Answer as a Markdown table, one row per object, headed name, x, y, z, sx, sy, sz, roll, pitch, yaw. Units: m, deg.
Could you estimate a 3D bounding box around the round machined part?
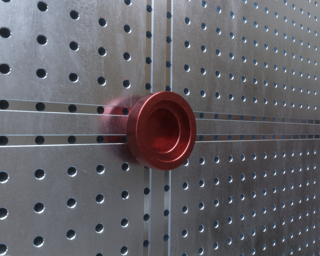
| name | x | y | z | sx | sy | sz | roll | pitch | yaw |
| --- | --- | --- | --- | --- | --- | --- | --- | --- | --- |
| round machined part | -0.002 | 0.003 | 0.395 | 0.099 | 0.042 | 0.097 | 0 | 90 | -40 |
